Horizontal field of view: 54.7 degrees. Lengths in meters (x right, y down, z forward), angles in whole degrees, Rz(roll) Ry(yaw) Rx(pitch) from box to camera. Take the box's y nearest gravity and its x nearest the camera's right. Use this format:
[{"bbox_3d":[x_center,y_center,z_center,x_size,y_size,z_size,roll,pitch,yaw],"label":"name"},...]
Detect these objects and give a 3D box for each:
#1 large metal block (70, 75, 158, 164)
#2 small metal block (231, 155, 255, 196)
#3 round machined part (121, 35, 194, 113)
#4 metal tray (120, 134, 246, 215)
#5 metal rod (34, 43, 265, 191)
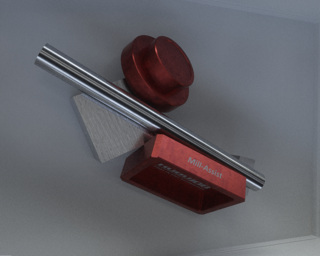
[{"bbox_3d":[-0.053,-0.012,0.376,0.081,0.050,0.080,-24,98,-19],"label":"large metal block"},{"bbox_3d":[0.103,0.064,0.435,0.025,0.050,0.050,16,85,-20],"label":"small metal block"},{"bbox_3d":[0.004,-0.071,0.375,0.098,0.042,0.098,31,45,-35],"label":"round machined part"},{"bbox_3d":[0.028,0.063,0.382,0.131,0.090,0.030,28,53,-19],"label":"metal tray"},{"bbox_3d":[0.004,-0.002,0.357,0.301,0.025,0.025,30,80,-18],"label":"metal rod"}]
